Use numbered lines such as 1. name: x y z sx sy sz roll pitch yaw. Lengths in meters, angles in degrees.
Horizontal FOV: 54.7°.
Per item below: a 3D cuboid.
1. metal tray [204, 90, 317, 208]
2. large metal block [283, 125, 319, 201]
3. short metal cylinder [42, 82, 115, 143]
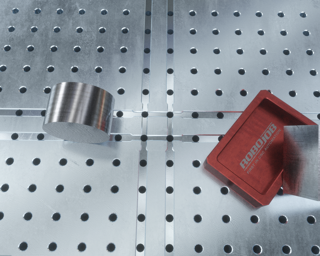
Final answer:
1. metal tray: 0.131 0.024 0.400 0.090 0.030 0.130 38 74 12
2. large metal block: 0.194 0.038 0.361 0.081 0.050 0.080 2 88 -21
3. short metal cylinder: -0.100 -0.016 0.388 0.080 0.080 0.050 4 70 1
